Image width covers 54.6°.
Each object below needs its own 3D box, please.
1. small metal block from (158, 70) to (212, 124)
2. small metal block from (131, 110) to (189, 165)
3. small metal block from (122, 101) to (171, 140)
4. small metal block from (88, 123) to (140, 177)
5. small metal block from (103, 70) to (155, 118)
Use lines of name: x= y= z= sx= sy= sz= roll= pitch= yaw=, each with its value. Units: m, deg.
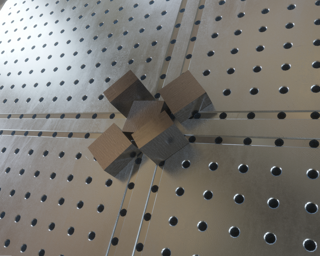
small metal block: x=0.033 y=-0.042 z=0.417 sx=0.050 sy=0.025 sz=0.050 roll=-35 pitch=51 yaw=6
small metal block: x=0.001 y=0.013 z=0.384 sx=0.050 sy=0.050 sz=0.025 roll=-36 pitch=51 yaw=4
small metal block: x=-0.017 y=-0.010 z=0.423 sx=0.050 sy=0.025 sz=0.050 roll=3 pitch=62 yaw=31
small metal block: x=-0.063 y=0.029 z=0.424 sx=0.050 sy=0.025 sz=0.050 roll=-44 pitch=51 yaw=-3
small metal block: x=-0.044 y=-0.047 z=0.444 sx=0.050 sy=0.050 sz=0.025 roll=-40 pitch=52 yaw=2
